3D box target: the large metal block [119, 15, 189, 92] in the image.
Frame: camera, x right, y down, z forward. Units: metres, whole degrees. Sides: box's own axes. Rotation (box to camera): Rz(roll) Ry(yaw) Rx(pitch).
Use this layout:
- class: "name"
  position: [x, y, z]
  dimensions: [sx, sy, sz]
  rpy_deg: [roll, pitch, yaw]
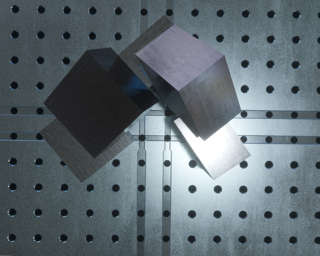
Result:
- class: "large metal block"
  position: [-0.009, -0.082, 0.384]
  dimensions: [0.080, 0.080, 0.050]
  rpy_deg: [-41, 91, 0]

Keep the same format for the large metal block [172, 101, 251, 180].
- class: "large metal block"
  position: [0.058, 0.011, 0.385]
  dimensions: [0.050, 0.080, 0.080]
  rpy_deg: [-34, 90, 0]

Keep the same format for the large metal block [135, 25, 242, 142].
- class: "large metal block"
  position: [0.030, -0.046, 0.315]
  dimensions: [0.050, 0.080, 0.080]
  rpy_deg: [-39, 48, -5]

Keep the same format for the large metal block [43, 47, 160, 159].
- class: "large metal block"
  position: [-0.062, -0.028, 0.334]
  dimensions: [0.080, 0.050, 0.080]
  rpy_deg: [-42, 91, 25]

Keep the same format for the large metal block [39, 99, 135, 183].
- class: "large metal block"
  position: [-0.090, 0.011, 0.399]
  dimensions: [0.080, 0.050, 0.080]
  rpy_deg: [-39, 91, 0]
